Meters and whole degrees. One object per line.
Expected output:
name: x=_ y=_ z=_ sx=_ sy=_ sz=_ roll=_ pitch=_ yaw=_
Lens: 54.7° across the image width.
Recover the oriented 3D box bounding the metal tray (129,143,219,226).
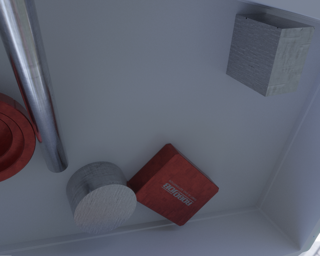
metal tray: x=0.024 y=0.092 z=0.477 sx=0.090 sy=0.030 sz=0.130 roll=-45 pitch=130 yaw=3

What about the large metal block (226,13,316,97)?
large metal block: x=0.134 y=-0.095 z=0.390 sx=0.050 sy=0.080 sz=0.079 roll=-11 pitch=123 yaw=-23

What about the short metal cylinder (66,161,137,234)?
short metal cylinder: x=-0.078 y=0.091 z=0.408 sx=0.081 sy=0.050 sz=0.079 roll=-14 pitch=125 yaw=-21

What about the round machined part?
round machined part: x=-0.177 y=0.006 z=0.305 sx=0.099 sy=0.042 sz=0.097 roll=-14 pitch=125 yaw=-21

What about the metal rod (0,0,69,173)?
metal rod: x=-0.100 y=-0.036 z=0.247 sx=0.025 sy=0.025 sz=0.298 roll=-16 pitch=153 yaw=-19
